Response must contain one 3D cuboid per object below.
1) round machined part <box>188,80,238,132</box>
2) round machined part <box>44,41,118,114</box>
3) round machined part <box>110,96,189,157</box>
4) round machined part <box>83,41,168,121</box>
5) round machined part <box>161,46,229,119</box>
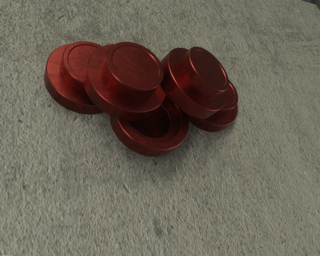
[{"bbox_3d":[0.077,-0.046,0.466,0.099,0.042,0.098,14,56,-21],"label":"round machined part"},{"bbox_3d":[-0.091,-0.069,0.388,0.099,0.042,0.098,14,56,-21],"label":"round machined part"},{"bbox_3d":[-0.016,-0.008,0.392,0.099,0.042,0.098,14,56,-21],"label":"round machined part"},{"bbox_3d":[-0.035,-0.061,0.359,0.099,0.042,0.098,14,56,-21],"label":"round machined part"},{"bbox_3d":[0.049,-0.064,0.395,0.099,0.042,0.098,25,46,-29],"label":"round machined part"}]
